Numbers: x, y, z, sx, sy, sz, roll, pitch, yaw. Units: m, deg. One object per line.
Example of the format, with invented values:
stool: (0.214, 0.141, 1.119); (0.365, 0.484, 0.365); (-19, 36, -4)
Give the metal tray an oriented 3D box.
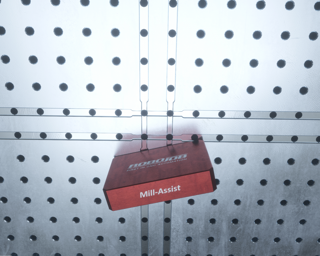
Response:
metal tray: (0.000, 0.057, 0.399); (0.131, 0.090, 0.030); (-12, 110, 4)
